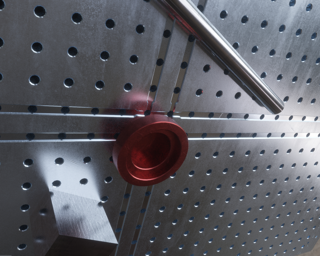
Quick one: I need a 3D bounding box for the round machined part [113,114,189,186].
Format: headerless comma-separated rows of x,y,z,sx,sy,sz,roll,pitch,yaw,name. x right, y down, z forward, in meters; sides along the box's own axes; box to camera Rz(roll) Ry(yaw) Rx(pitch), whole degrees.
-0.015,0.025,0.407,0.099,0.042,0.097,-14,124,-21,round machined part

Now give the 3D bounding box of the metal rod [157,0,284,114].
0.085,-0.095,0.398,0.301,0.025,0.025,32,101,-38,metal rod

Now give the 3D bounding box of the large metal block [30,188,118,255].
-0.112,0.131,0.396,0.080,0.080,0.050,26,104,-37,large metal block
